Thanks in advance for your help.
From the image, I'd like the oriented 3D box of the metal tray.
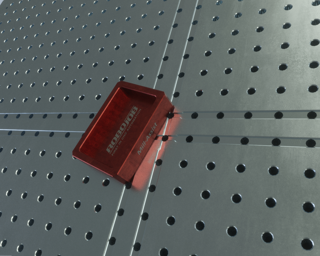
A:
[{"bbox_3d":[-0.052,0.001,0.429,0.090,0.030,0.130,19,72,35],"label":"metal tray"}]
